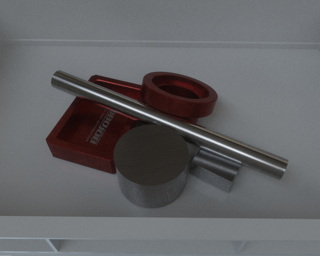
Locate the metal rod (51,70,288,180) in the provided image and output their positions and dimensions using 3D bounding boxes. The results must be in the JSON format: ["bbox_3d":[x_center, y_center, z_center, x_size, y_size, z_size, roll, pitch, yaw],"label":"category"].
[{"bbox_3d":[-0.001,-0.010,0.373,0.301,0.025,0.025,22,53,14],"label":"metal rod"}]

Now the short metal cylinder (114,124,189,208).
[{"bbox_3d":[-0.009,0.042,0.350,0.081,0.050,0.080,0,50,0],"label":"short metal cylinder"}]

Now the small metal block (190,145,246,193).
[{"bbox_3d":[0.070,0.041,0.369,0.050,0.025,0.050,25,54,19],"label":"small metal block"}]

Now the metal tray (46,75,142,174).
[{"bbox_3d":[-0.074,-0.011,0.406,0.090,0.030,0.130,14,51,11],"label":"metal tray"}]

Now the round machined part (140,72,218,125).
[{"bbox_3d":[0.022,-0.036,0.406,0.099,0.042,0.098,12,27,-6],"label":"round machined part"}]
